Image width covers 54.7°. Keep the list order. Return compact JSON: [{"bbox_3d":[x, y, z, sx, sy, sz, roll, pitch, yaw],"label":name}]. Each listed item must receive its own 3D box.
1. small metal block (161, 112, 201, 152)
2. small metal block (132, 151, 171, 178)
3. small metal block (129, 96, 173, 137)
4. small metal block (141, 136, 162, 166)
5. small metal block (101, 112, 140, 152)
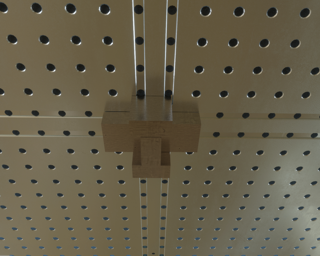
[{"bbox_3d":[0.026,0.006,0.417,0.050,0.025,0.050,1,130,-1],"label":"small metal block"},{"bbox_3d":[-0.012,0.042,0.431,0.050,0.050,0.025,1,130,-1],"label":"small metal block"},{"bbox_3d":[-0.011,-0.015,0.382,0.050,0.050,0.025,1,130,-1],"label":"small metal block"},{"bbox_3d":[-0.011,0.014,0.406,0.025,0.050,0.050,1,130,-1],"label":"small metal block"},{"bbox_3d":[-0.049,0.006,0.415,0.050,0.025,0.050,0,130,-1],"label":"small metal block"}]
